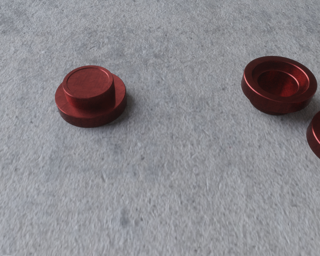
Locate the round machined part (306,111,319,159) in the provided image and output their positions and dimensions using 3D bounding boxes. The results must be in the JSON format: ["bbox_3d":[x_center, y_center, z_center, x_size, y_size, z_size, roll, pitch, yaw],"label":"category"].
[{"bbox_3d":[0.243,0.007,0.390,0.099,0.042,0.098,0,50,0],"label":"round machined part"}]

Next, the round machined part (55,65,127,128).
[{"bbox_3d":[-0.097,-0.051,0.433,0.099,0.042,0.098,0,50,0],"label":"round machined part"}]

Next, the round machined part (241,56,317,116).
[{"bbox_3d":[0.165,-0.056,0.442,0.099,0.042,0.098,0,50,0],"label":"round machined part"}]
